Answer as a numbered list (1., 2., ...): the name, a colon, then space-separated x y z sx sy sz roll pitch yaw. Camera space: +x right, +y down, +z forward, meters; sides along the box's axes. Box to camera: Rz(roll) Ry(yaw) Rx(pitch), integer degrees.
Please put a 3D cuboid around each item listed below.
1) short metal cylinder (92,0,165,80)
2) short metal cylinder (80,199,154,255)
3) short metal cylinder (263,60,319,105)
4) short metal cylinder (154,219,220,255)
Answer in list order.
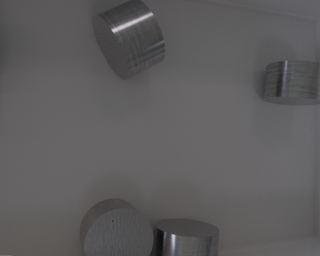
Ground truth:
1. short metal cylinder: -0.037 -0.104 0.367 0.050 0.080 0.080 -31 100 -17
2. short metal cylinder: -0.054 0.131 0.377 0.081 0.050 0.080 0 90 -20
3. short metal cylinder: 0.195 -0.064 0.453 0.081 0.080 0.050 7 88 -20
4. short metal cylinder: 0.033 0.151 0.393 0.081 0.080 0.050 5 88 -20
